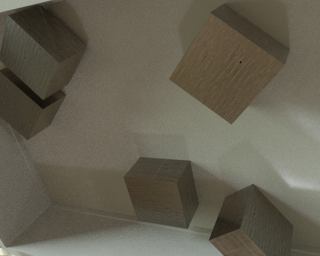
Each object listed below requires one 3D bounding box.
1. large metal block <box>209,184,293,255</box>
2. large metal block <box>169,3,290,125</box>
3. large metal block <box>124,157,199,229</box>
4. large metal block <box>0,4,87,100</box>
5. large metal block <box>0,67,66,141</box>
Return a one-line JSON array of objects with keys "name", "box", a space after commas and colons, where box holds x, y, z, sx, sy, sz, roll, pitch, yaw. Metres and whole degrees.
[{"name": "large metal block", "box": [0.118, 0.133, 0.393, 0.080, 0.080, 0.050, 46, 129, -5]}, {"name": "large metal block", "box": [0.069, -0.065, 0.315, 0.080, 0.050, 0.079, 37, 129, 3]}, {"name": "large metal block", "box": [0.004, 0.091, 0.446, 0.080, 0.050, 0.079, 1, 119, 27]}, {"name": "large metal block", "box": [-0.155, -0.097, 0.406, 0.080, 0.050, 0.080, 43, 136, -3]}, {"name": "large metal block", "box": [-0.202, -0.042, 0.471, 0.080, 0.050, 0.080, 42, 129, -1]}]
